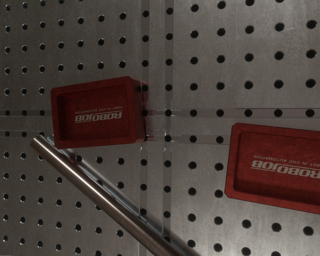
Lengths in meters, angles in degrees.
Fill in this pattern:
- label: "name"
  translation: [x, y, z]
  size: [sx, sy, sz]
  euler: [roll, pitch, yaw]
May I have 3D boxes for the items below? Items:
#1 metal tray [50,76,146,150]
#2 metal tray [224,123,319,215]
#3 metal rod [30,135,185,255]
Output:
- label: "metal tray"
  translation: [-0.090, -0.019, 0.440]
  size: [0.130, 0.030, 0.089]
  euler: [-6, 88, 19]
- label: "metal tray"
  translation: [0.146, 0.045, 0.358]
  size: [0.130, 0.030, 0.089]
  euler: [7, 92, 19]
- label: "metal rod"
  translation: [-0.073, 0.106, 0.436]
  size: [0.300, 0.025, 0.025]
  euler: [36, 101, 16]
